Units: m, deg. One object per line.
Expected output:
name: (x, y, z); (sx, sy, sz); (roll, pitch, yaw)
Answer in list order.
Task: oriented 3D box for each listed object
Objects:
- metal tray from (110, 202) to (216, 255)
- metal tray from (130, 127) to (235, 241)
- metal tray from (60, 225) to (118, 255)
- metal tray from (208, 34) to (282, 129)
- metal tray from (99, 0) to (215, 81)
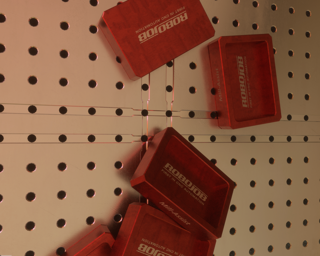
metal tray: (0.006, 0.159, 0.391); (0.130, 0.030, 0.090); (32, 64, -25)
metal tray: (0.035, 0.072, 0.401); (0.130, 0.030, 0.090); (41, 48, -15)
metal tray: (-0.069, 0.200, 0.384); (0.090, 0.030, 0.130); (-35, 101, -17)
metal tray: (0.126, -0.068, 0.455); (0.091, 0.030, 0.129); (-9, 93, -20)
metal tray: (-0.002, -0.132, 0.409); (0.131, 0.030, 0.090); (-33, 101, -17)
